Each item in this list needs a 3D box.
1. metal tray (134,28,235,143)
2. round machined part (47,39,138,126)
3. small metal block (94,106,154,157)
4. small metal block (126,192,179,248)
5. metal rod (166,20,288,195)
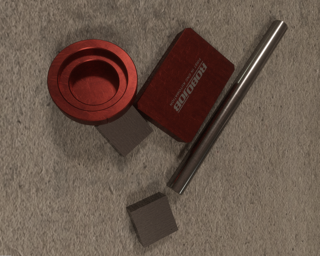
[{"bbox_3d":[0.033,-0.056,0.420,0.090,0.030,0.130,36,78,-17],"label":"metal tray"},{"bbox_3d":[-0.076,-0.050,0.362,0.099,0.042,0.098,1,76,-5],"label":"round machined part"},{"bbox_3d":[-0.046,0.001,0.393,0.050,0.025,0.050,-43,104,-15],"label":"small metal block"},{"bbox_3d":[-0.010,0.119,0.406,0.050,0.025,0.050,-22,98,-19],"label":"small metal block"},{"bbox_3d":[0.102,-0.037,0.448,0.025,0.025,0.300,38,78,-17],"label":"metal rod"}]
